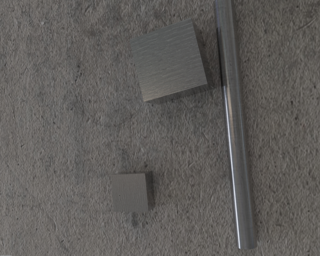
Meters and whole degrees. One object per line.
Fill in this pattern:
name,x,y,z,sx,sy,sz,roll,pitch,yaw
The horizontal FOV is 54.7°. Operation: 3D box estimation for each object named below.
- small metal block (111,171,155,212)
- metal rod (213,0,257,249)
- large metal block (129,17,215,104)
small metal block,-0.036,0.086,0.422,0.050,0.025,0.050,-6,88,19
metal rod,0.091,-0.007,0.376,0.025,0.025,0.298,-6,88,20
large metal block,0.017,-0.080,0.390,0.080,0.050,0.080,-15,85,19
